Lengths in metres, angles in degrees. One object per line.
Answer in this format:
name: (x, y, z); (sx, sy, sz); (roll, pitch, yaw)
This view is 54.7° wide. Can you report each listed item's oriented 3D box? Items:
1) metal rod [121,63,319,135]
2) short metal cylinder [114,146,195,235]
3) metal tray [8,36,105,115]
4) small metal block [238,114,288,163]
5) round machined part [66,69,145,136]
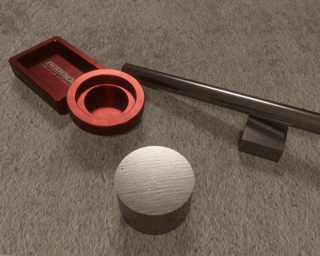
metal rod: (0.077, -0.043, 0.415); (0.301, 0.025, 0.025); (19, 52, 24)
short metal cylinder: (-0.006, 0.066, 0.331); (0.081, 0.050, 0.080); (0, 50, 0)
metal tray: (-0.152, -0.084, 0.468); (0.130, 0.030, 0.090); (36, 58, 26)
small metal block: (0.133, 0.011, 0.396); (0.050, 0.025, 0.050); (17, 52, 13)
round machined part: (-0.070, -0.029, 0.411); (0.099, 0.042, 0.098); (4, 54, -5)
